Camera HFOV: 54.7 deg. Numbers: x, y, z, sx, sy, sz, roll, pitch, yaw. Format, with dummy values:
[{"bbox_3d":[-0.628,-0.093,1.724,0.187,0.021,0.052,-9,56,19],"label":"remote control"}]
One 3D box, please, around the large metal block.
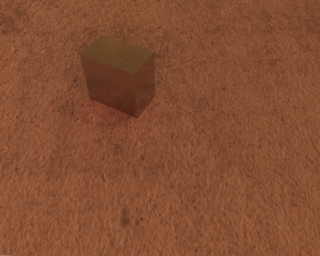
[{"bbox_3d":[-0.055,-0.070,0.426,0.080,0.080,0.050,22,54,17],"label":"large metal block"}]
